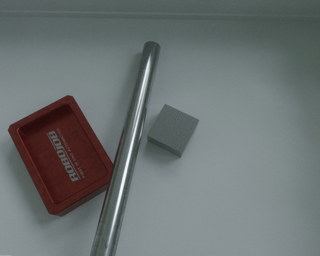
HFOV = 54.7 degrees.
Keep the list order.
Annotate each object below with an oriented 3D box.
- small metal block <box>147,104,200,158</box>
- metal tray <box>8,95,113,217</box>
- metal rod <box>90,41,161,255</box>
[{"bbox_3d":[0.017,0.004,0.409,0.050,0.025,0.050,26,72,9],"label":"small metal block"},{"bbox_3d":[-0.121,0.033,0.393,0.090,0.030,0.130,-30,73,-11],"label":"metal tray"},{"bbox_3d":[-0.036,0.011,0.381,0.025,0.025,0.300,9,61,3],"label":"metal rod"}]
